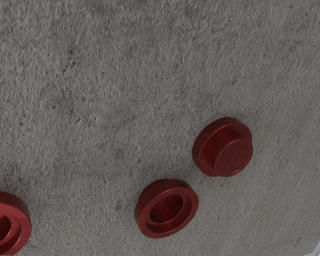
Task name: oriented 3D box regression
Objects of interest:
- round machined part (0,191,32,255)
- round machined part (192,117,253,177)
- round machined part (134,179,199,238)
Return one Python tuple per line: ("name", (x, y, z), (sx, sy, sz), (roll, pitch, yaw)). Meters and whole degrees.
("round machined part", (-0.202, 0.109, 0.353), (0.099, 0.042, 0.097), (-14, 124, -21))
("round machined part", (0.102, 0.036, 0.473), (0.099, 0.042, 0.097), (-14, 124, -21))
("round machined part", (0.006, 0.116, 0.471), (0.099, 0.042, 0.097), (-14, 124, -21))
